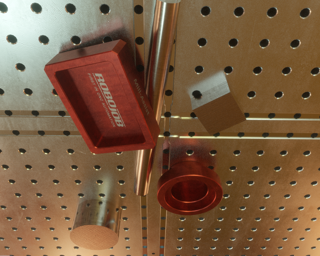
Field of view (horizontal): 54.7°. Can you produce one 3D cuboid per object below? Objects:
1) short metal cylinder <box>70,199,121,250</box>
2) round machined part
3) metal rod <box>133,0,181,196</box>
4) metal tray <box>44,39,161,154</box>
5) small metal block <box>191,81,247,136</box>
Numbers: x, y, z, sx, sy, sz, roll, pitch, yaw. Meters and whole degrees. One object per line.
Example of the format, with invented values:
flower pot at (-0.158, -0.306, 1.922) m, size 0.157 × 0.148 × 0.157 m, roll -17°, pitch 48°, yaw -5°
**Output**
short metal cylinder at (-0.110, 0.168, 0.537) m, size 0.081 × 0.050 × 0.079 m, roll 0°, pitch 130°, yaw 0°
round machined part at (0.045, 0.089, 0.477) m, size 0.099 × 0.042 × 0.097 m, roll -1°, pitch 130°, yaw 0°
metal rod at (-0.011, -0.014, 0.399) m, size 0.025 × 0.025 × 0.298 m, roll 5°, pitch 130°, yaw -5°
metal tray at (-0.062, -0.030, 0.362) m, size 0.090 × 0.030 × 0.129 m, roll -7°, pitch 126°, yaw 20°
small metal block at (0.074, -0.024, 0.393) m, size 0.050 × 0.025 × 0.050 m, roll -26°, pitch 126°, yaw 20°
